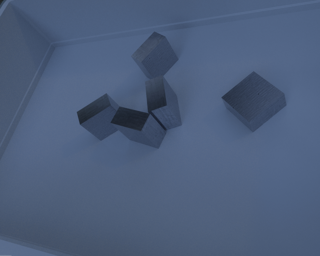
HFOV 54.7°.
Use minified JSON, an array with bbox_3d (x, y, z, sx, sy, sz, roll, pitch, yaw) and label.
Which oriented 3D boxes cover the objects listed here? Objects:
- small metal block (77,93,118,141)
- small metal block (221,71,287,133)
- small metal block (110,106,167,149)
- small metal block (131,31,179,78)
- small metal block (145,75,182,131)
[{"bbox_3d":[-0.080,-0.014,0.439,0.050,0.050,0.025,-31,52,8],"label":"small metal block"},{"bbox_3d":[0.111,-0.032,0.367,0.050,0.025,0.050,-39,51,1],"label":"small metal block"},{"bbox_3d":[-0.027,0.000,0.403,0.050,0.050,0.025,15,70,33],"label":"small metal block"},{"bbox_3d":[-0.007,-0.103,0.455,0.050,0.050,0.025,-48,52,-6],"label":"small metal block"},{"bbox_3d":[0.005,-0.032,0.406,0.025,0.050,0.050,-19,55,17],"label":"small metal block"}]
